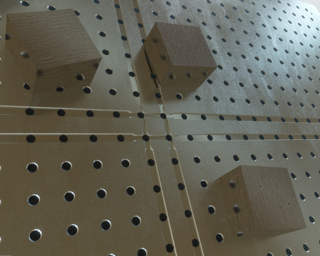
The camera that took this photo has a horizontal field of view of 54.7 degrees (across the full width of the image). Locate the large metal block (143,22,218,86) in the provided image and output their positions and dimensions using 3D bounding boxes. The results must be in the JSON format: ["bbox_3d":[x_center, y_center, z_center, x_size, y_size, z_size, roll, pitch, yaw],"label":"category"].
[{"bbox_3d":[0.030,-0.112,0.478,0.081,0.050,0.080,-5,64,-31],"label":"large metal block"}]

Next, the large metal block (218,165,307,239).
[{"bbox_3d":[0.132,0.097,0.406,0.081,0.050,0.080,7,59,-25],"label":"large metal block"}]

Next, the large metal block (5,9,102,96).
[{"bbox_3d":[-0.131,-0.095,0.380,0.081,0.050,0.080,-22,74,-36],"label":"large metal block"}]
